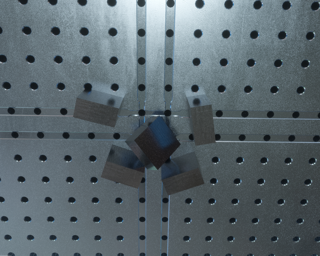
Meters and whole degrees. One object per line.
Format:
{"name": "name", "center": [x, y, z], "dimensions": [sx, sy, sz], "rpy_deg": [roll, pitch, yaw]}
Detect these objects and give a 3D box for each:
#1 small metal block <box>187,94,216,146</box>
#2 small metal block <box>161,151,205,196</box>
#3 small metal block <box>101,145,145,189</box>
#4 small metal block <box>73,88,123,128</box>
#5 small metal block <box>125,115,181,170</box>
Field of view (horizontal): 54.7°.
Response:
{"name": "small metal block", "center": [0.052, -0.012, 0.397], "dimensions": [0.025, 0.050, 0.050], "rpy_deg": [-9, 110, 3]}
{"name": "small metal block", "center": [0.030, 0.061, 0.423], "dimensions": [0.050, 0.050, 0.025], "rpy_deg": [-19, 109, 6]}
{"name": "small metal block", "center": [-0.048, 0.051, 0.418], "dimensions": [0.050, 0.050, 0.025], "rpy_deg": [19, 110, -7]}
{"name": "small metal block", "center": [-0.076, -0.026, 0.389], "dimensions": [0.050, 0.050, 0.025], "rpy_deg": [14, 110, -6]}
{"name": "small metal block", "center": [-0.009, 0.020, 0.406], "dimensions": [0.050, 0.025, 0.050], "rpy_deg": [-46, 109, -29]}
